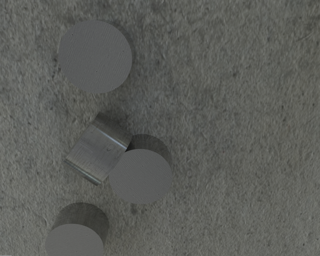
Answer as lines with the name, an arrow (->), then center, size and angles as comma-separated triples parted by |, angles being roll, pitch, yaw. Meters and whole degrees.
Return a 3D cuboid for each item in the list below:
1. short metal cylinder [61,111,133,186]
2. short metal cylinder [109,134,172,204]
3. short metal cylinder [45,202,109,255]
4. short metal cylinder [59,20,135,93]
short metal cylinder -> -0.079, 0.025, 0.389 | 0.050, 0.080, 0.080 | 36, 106, -12
short metal cylinder -> -0.025, 0.054, 0.416 | 0.081, 0.050, 0.079 | 0, 110, -1
short metal cylinder -> -0.119, 0.157, 0.453 | 0.081, 0.050, 0.079 | 0, 110, -1
short metal cylinder -> -0.071, -0.085, 0.364 | 0.081, 0.050, 0.079 | 0, 110, -1
